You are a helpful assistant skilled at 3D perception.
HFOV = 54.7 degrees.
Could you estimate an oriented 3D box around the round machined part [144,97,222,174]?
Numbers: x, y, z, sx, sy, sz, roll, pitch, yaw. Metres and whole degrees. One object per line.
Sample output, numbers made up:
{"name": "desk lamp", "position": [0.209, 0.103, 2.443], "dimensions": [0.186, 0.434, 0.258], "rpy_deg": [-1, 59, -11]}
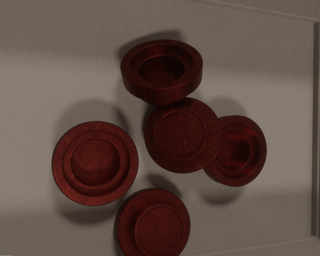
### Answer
{"name": "round machined part", "position": [0.028, 0.008, 0.389], "dimensions": [0.098, 0.042, 0.097], "rpy_deg": [-1, 83, 10]}

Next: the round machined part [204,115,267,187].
{"name": "round machined part", "position": [0.098, 0.031, 0.439], "dimensions": [0.099, 0.042, 0.097], "rpy_deg": [0, 90, -21]}

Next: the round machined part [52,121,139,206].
{"name": "round machined part", "position": [-0.079, 0.040, 0.373], "dimensions": [0.099, 0.042, 0.097], "rpy_deg": [0, 90, -21]}

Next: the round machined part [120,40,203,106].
{"name": "round machined part", "position": [0.003, -0.065, 0.385], "dimensions": [0.099, 0.098, 0.042], "rpy_deg": [-27, 142, -18]}

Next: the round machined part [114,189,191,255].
{"name": "round machined part", "position": [-0.006, 0.127, 0.394], "dimensions": [0.099, 0.042, 0.097], "rpy_deg": [3, 81, -19]}
